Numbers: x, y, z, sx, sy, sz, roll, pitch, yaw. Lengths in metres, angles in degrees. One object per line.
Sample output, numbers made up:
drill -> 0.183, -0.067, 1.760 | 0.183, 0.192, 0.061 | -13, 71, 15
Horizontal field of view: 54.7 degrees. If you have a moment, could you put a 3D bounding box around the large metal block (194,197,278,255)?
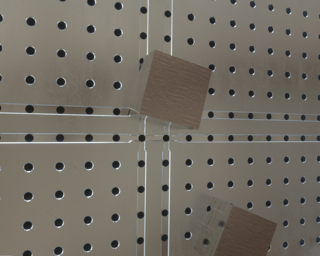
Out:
large metal block -> 0.107, 0.155, 0.441 | 0.080, 0.050, 0.080 | 26, 81, -19

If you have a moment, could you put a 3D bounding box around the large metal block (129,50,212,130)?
large metal block -> 0.013, -0.046, 0.405 | 0.081, 0.050, 0.080 | 15, 85, -20
